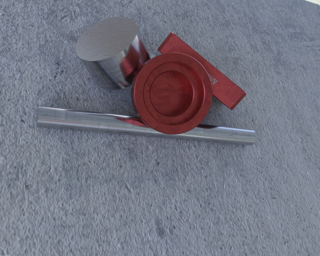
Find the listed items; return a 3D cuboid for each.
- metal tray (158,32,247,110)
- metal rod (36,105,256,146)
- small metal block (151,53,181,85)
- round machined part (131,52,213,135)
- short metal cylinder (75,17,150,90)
[{"bbox_3d":[0.061,-0.083,0.452,0.130,0.030,0.090,39,13,-2],"label":"metal tray"},{"bbox_3d":[0.001,0.001,0.405,0.302,0.025,0.025,6,59,-25],"label":"metal rod"},{"bbox_3d":[-0.002,-0.069,0.428,0.050,0.050,0.025,21,54,-16],"label":"small metal block"},{"bbox_3d":[0.012,-0.043,0.387,0.099,0.042,0.097,-2,97,-16],"label":"round machined part"},{"bbox_3d":[-0.058,-0.094,0.390,0.080,0.050,0.080,-10,52,13],"label":"short metal cylinder"}]
